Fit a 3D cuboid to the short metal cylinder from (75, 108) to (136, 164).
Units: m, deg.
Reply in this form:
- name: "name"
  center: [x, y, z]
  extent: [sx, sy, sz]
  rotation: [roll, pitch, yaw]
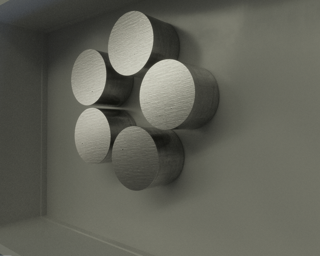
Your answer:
- name: "short metal cylinder"
  center: [-0.080, 0.011, 0.454]
  extent: [0.080, 0.050, 0.080]
  rotation: [0, 90, 40]

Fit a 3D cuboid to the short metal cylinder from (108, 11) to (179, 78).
- name: "short metal cylinder"
  center: [-0.022, -0.106, 0.406]
  extent: [0.080, 0.050, 0.080]
  rotation: [0, 90, 40]

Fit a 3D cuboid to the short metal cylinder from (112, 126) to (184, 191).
- name: "short metal cylinder"
  center: [-0.016, 0.037, 0.402]
  extent: [0.080, 0.050, 0.080]
  rotation: [0, 90, 40]

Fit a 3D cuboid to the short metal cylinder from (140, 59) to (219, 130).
- name: "short metal cylinder"
  center: [0.022, -0.038, 0.370]
  extent: [0.080, 0.050, 0.080]
  rotation: [0, 90, 40]

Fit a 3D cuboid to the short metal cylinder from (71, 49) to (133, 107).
- name: "short metal cylinder"
  center: [-0.087, -0.072, 0.460]
  extent: [0.080, 0.050, 0.080]
  rotation: [0, 90, 40]
